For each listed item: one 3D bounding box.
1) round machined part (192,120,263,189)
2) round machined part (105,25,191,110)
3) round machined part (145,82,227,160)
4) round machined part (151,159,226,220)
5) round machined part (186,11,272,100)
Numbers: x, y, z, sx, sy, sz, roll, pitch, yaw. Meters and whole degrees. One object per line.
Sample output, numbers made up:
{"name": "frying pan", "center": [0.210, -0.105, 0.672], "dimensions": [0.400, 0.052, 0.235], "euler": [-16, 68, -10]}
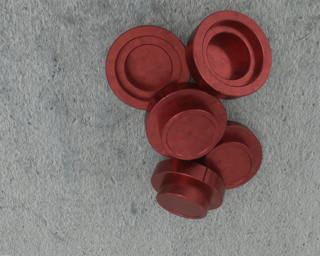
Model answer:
{"name": "round machined part", "center": [0.090, 0.042, 0.419], "dimensions": [0.099, 0.042, 0.097], "euler": [0, 110, -1]}
{"name": "round machined part", "center": [-0.013, -0.074, 0.375], "dimensions": [0.099, 0.042, 0.097], "euler": [0, 110, -1]}
{"name": "round machined part", "center": [0.032, -0.001, 0.367], "dimensions": [0.099, 0.042, 0.097], "euler": [-5, 121, -7]}
{"name": "round machined part", "center": [0.033, 0.085, 0.407], "dimensions": [0.098, 0.042, 0.097], "euler": [16, 145, 11]}
{"name": "round machined part", "center": [0.075, -0.080, 0.359], "dimensions": [0.099, 0.042, 0.097], "euler": [2, 83, -18]}
